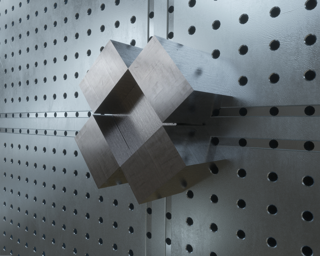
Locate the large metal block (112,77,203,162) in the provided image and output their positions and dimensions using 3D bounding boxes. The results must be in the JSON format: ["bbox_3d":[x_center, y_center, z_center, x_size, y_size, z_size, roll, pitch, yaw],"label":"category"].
[{"bbox_3d":[-0.006,-0.011,0.398,0.080,0.050,0.080,-47,61,32],"label":"large metal block"}]

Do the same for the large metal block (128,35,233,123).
[{"bbox_3d":[0.024,-0.052,0.355,0.050,0.081,0.080,-46,63,30],"label":"large metal block"}]

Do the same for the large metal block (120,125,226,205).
[{"bbox_3d":[0.016,0.041,0.363,0.080,0.081,0.050,-45,63,31],"label":"large metal block"}]

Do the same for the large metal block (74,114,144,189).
[{"bbox_3d":[-0.056,0.029,0.420,0.050,0.081,0.080,-46,63,30],"label":"large metal block"}]

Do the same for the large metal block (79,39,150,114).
[{"bbox_3d":[-0.046,-0.063,0.413,0.080,0.081,0.050,-46,63,30],"label":"large metal block"}]
